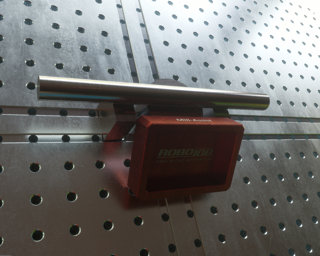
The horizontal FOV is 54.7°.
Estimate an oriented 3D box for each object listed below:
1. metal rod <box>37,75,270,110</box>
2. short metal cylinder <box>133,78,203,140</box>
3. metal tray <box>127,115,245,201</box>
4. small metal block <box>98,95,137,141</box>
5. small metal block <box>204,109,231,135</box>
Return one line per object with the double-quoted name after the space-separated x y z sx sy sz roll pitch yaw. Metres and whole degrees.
0.014 -0.038 0.375 0.303 0.025 0.025 0 62 -28 "metal rod"
0.009 -0.018 0.407 0.081 0.050 0.080 14 56 -21 "short metal cylinder"
0.032 0.033 0.366 0.131 0.089 0.030 0 18 -28 "metal tray"
-0.053 -0.018 0.375 0.025 0.050 0.050 -1 62 -29 "small metal block"
0.071 -0.015 0.440 0.025 0.050 0.050 -1 62 -29 "small metal block"
